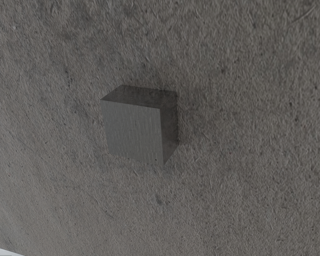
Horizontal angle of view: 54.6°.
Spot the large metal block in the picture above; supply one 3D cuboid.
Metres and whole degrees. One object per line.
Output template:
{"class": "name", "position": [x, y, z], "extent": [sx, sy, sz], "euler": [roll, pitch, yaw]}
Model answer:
{"class": "large metal block", "position": [-0.024, -0.005, 0.400], "extent": [0.080, 0.050, 0.080], "euler": [10, 123, 23]}
